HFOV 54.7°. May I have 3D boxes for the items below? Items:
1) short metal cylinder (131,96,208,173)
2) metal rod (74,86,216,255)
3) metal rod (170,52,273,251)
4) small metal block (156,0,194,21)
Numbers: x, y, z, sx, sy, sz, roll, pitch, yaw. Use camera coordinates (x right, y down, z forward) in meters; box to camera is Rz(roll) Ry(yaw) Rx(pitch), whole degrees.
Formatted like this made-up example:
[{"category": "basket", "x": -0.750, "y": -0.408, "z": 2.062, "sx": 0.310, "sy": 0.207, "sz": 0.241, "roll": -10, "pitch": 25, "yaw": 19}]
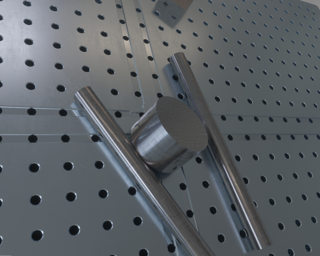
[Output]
[{"category": "short metal cylinder", "x": 0.012, "y": 0.008, "z": 0.380, "sx": 0.080, "sy": 0.050, "sz": 0.080, "roll": 29, "pitch": 37, "yaw": -25}, {"category": "metal rod", "x": -0.006, "y": 0.074, "z": 0.359, "sx": 0.025, "sy": 0.025, "sz": 0.299, "roll": -30, "pitch": 79, "yaw": -38}, {"category": "metal rod", "x": 0.078, "y": 0.018, "z": 0.439, "sx": 0.025, "sy": 0.025, "sz": 0.299, "roll": -8, "pitch": 66, "yaw": -32}, {"category": "small metal block", "x": 0.029, "y": -0.231, "z": 0.565, "sx": 0.050, "sy": 0.025, "sz": 0.050, "roll": 35, "pitch": 51, "yaw": -5}]
